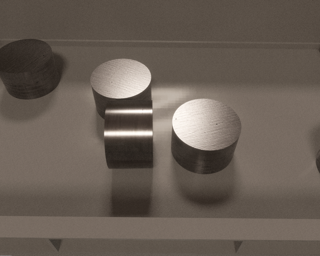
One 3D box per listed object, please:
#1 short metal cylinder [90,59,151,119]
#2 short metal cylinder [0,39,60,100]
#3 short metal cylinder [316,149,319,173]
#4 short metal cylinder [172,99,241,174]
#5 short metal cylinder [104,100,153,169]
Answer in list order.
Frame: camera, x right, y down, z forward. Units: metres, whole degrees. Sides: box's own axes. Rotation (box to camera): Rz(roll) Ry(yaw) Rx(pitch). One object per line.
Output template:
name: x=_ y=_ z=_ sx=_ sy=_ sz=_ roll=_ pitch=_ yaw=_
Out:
short metal cylinder: x=-0.052 y=-0.052 z=0.432 sx=0.081 sy=0.050 sz=0.080 roll=0 pitch=50 yaw=0
short metal cylinder: x=-0.196 y=-0.088 z=0.460 sx=0.081 sy=0.050 sz=0.080 roll=0 pitch=50 yaw=0
short metal cylinder: x=0.235 y=0.034 z=0.363 sx=0.081 sy=0.050 sz=0.080 roll=0 pitch=50 yaw=0
short metal cylinder: x=0.055 y=0.010 z=0.381 sx=0.081 sy=0.050 sz=0.080 roll=0 pitch=50 yaw=0
short metal cylinder: x=-0.034 y=0.007 z=0.363 sx=0.050 sy=0.080 sz=0.080 roll=-1 pitch=50 yaw=-1
